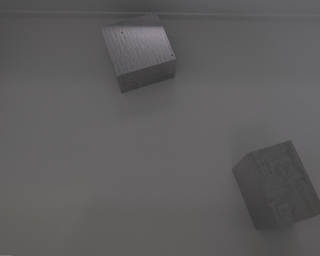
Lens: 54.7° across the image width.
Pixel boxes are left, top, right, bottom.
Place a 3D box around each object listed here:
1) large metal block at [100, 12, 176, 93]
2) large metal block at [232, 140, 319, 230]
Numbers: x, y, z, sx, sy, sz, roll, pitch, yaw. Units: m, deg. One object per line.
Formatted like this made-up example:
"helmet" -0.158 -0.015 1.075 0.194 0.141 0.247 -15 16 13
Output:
"large metal block" -0.030 -0.105 0.434 0.080 0.050 0.080 -18 71 -7
"large metal block" 0.129 0.069 0.356 0.050 0.080 0.080 -16 71 -6
